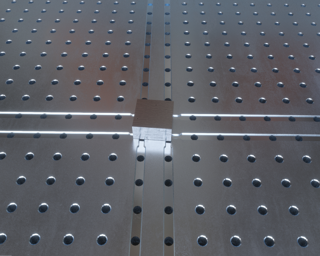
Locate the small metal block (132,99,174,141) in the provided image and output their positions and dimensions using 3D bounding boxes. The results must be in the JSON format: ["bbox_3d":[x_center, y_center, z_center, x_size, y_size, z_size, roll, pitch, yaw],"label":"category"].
[{"bbox_3d":[-0.008,-0.011,0.417,0.050,0.025,0.050,4,50,3],"label":"small metal block"}]
